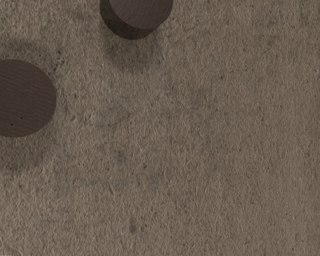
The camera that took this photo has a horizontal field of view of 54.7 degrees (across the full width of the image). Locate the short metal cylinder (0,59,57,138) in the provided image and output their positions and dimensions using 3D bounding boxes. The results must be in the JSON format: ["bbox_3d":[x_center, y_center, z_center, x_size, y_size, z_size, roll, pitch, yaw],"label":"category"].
[{"bbox_3d":[-0.156,-0.030,0.338,0.081,0.050,0.079,0,90,-21],"label":"short metal cylinder"}]

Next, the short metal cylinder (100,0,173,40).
[{"bbox_3d":[-0.030,-0.156,0.385,0.081,0.050,0.079,0,90,-21],"label":"short metal cylinder"}]
